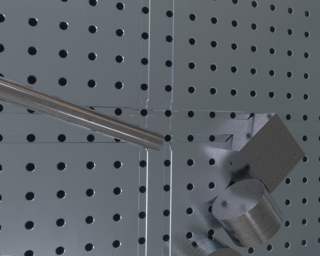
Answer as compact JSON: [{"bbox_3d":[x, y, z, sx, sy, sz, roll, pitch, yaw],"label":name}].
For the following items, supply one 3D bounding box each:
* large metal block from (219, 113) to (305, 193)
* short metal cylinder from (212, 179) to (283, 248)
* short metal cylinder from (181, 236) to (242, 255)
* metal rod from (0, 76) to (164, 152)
[{"bbox_3d":[0.150,0.035,0.455,0.080,0.050,0.080,-43,104,-15],"label":"large metal block"},{"bbox_3d":[0.120,0.116,0.428,0.080,0.080,0.050,-38,103,-16],"label":"short metal cylinder"},{"bbox_3d":[0.073,0.197,0.427,0.081,0.050,0.079,0,90,-20],"label":"short metal cylinder"},{"bbox_3d":[-0.134,-0.029,0.363,0.302,0.025,0.025,20,83,-19],"label":"metal rod"}]
